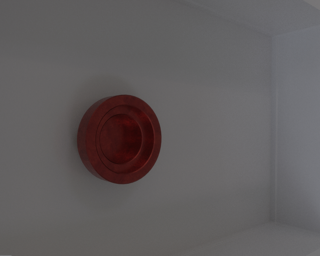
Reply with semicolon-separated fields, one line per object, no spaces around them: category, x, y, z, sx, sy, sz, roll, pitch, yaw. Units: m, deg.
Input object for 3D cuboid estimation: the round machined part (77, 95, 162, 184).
round machined part;-0.049;0.012;0.354;0.099;0.042;0.097;0;90;-40
